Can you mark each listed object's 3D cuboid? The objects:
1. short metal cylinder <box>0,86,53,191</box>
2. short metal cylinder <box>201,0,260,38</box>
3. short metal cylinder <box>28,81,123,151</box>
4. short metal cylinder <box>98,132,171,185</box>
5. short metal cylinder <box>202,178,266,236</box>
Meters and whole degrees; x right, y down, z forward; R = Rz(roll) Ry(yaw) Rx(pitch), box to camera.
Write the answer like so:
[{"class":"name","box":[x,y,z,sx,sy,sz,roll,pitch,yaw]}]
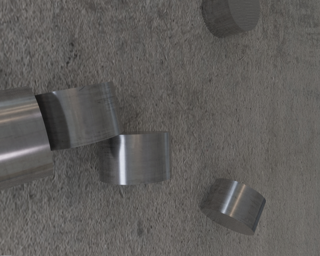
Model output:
[{"class":"short metal cylinder","box":[-0.127,0.009,0.258,0.050,0.080,0.079,-16,100,-28]},{"class":"short metal cylinder","box":[0.110,-0.185,0.480,0.081,0.050,0.080,0,90,-40]},{"class":"short metal cylinder","box":[-0.080,-0.013,0.301,0.081,0.080,0.050,-18,102,-39]},{"class":"short metal cylinder","box":[-0.028,0.030,0.346,0.081,0.080,0.050,-3,92,-40]},{"class":"short metal cylinder","box":[0.109,0.117,0.461,0.080,0.080,0.050,44,64,-31]}]
